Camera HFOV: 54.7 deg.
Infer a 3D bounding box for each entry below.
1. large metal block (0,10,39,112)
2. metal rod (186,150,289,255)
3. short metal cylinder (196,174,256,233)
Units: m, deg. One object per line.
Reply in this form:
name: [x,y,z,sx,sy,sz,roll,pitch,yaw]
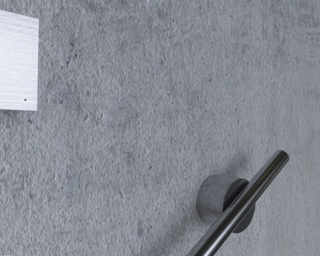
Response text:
large metal block: [-0.152,-0.055,0.260,0.081,0.050,0.080,1,89,-40]
metal rod: [0.098,0.121,0.422,0.302,0.025,0.025,-37,113,-34]
short metal cylinder: [0.102,0.114,0.474,0.081,0.050,0.079,0,90,-40]
